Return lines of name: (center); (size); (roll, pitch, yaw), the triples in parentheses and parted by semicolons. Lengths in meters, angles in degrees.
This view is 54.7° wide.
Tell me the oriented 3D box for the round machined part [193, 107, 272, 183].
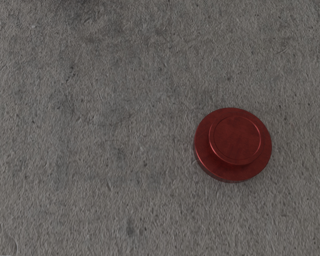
round machined part: (0.093, 0.018, 0.393); (0.099, 0.042, 0.098); (0, 70, 0)
